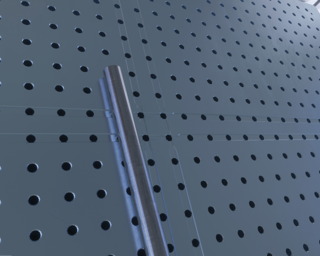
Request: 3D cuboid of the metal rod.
[{"bbox_3d":[-0.026,0.054,0.362,0.025,0.025,0.299,-2,63,-30],"label":"metal rod"}]
